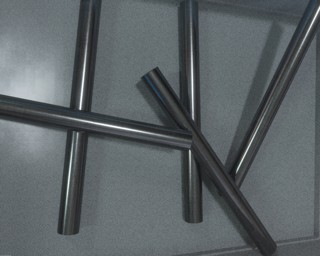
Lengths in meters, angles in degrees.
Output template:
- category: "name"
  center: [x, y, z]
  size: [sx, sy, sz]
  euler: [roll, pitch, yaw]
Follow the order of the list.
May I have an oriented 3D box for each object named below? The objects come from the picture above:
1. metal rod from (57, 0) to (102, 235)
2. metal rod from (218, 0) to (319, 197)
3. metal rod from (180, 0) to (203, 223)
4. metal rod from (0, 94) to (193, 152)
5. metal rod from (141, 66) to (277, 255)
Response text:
- category: "metal rod"
  center: [-0.096, -0.024, 0.374]
  size: [0.025, 0.025, 0.298]
  euler: [6, 88, -20]
- category: "metal rod"
  center: [0.153, -0.037, 0.423]
  size: [0.025, 0.025, 0.298]
  euler: [20, 100, -19]
- category: "metal rod"
  center: [0.043, -0.021, 0.426]
  size: [0.025, 0.025, 0.298]
  euler: [-2, 91, -20]
- category: "metal rod"
  center: [-0.111, -0.012, 0.345]
  size: [0.302, 0.025, 0.025]
  euler: [11, 86, -11]
- category: "metal rod"
  center: [0.070, 0.052, 0.408]
  size: [0.025, 0.025, 0.299]
  euler: [-39, 103, -16]
